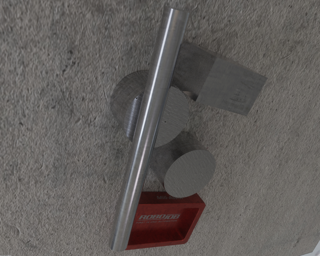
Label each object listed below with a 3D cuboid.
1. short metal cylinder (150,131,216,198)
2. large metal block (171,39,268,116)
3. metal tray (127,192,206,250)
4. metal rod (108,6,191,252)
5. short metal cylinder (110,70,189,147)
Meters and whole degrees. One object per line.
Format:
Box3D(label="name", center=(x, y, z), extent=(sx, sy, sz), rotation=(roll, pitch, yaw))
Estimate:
Box3D(label="short metal cylinder", center=(0.031, 0.051, 0.440), extent=(0.081, 0.050, 0.079), rotation=(-14, 124, -21))
Box3D(label="large metal block", center=(0.063, -0.061, 0.368), extent=(0.081, 0.080, 0.050), rotation=(12, 112, -33))
Box3D(label="metal tray", center=(0.000, 0.146, 0.493), extent=(0.131, 0.030, 0.089), rotation=(8, 115, -32))
Box3D(label="metal rod", center=(-0.020, 0.022, 0.345), extent=(0.025, 0.025, 0.298), rotation=(1, 118, -29))
Box3D(label="short metal cylinder", center=(-0.013, -0.023, 0.369), extent=(0.081, 0.050, 0.079), rotation=(-14, 124, -21))
